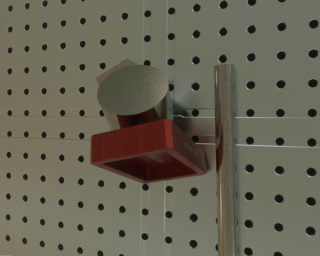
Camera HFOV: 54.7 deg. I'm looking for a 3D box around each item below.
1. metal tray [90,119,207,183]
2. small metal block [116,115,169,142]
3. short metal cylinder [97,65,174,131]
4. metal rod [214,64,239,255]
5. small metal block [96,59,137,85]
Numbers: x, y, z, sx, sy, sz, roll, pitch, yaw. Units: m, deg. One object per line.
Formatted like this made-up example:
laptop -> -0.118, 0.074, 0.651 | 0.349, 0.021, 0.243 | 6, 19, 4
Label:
metal tray -> -0.007, 0.033, 0.358 | 0.090, 0.130, 0.030 | -12, 67, 20
small metal block -> -0.022, 0.000, 0.407 | 0.050, 0.050, 0.025 | 11, 94, 19
short metal cylinder -> -0.027, -0.029, 0.364 | 0.080, 0.050, 0.080 | -5, 50, 6
metal rod -> 0.083, 0.072, 0.383 | 0.025, 0.025, 0.298 | -1, 90, 20
small metal block -> -0.048, -0.064, 0.416 | 0.050, 0.050, 0.025 | -27, 79, 18
